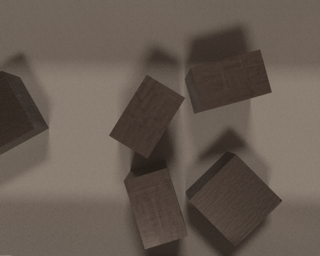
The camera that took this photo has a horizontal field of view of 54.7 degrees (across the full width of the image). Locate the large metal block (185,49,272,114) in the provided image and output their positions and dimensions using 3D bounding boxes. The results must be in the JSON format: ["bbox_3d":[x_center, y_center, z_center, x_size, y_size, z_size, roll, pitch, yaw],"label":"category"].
[{"bbox_3d":[0.079,-0.054,0.385,0.080,0.080,0.050,-15,90,0],"label":"large metal block"}]

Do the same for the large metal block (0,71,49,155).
[{"bbox_3d":[-0.206,-0.015,0.396,0.080,0.050,0.080,-29,90,0],"label":"large metal block"}]

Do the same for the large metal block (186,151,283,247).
[{"bbox_3d":[0.092,0.088,0.400,0.080,0.050,0.080,-45,91,0],"label":"large metal block"}]

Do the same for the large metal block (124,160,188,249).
[{"bbox_3d":[-0.005,0.089,0.384,0.050,0.080,0.080,-17,90,0],"label":"large metal block"}]

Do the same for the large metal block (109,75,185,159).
[{"bbox_3d":[-0.014,-0.013,0.384,0.050,0.080,0.080,32,90,-1],"label":"large metal block"}]
